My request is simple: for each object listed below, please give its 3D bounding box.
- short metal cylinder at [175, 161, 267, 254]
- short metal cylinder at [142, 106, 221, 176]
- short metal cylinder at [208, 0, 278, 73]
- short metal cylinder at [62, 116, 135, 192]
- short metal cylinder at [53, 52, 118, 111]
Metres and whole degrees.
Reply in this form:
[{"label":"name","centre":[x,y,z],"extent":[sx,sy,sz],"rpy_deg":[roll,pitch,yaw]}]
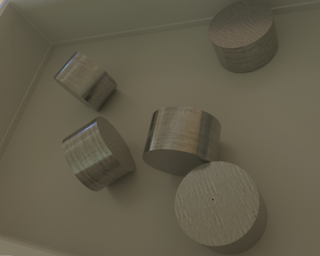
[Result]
[{"label":"short metal cylinder","centre":[0.061,0.080,0.308],"extent":[0.080,0.050,0.080],"rpy_deg":[-13,56,20]},{"label":"short metal cylinder","centre":[0.025,0.017,0.346],"extent":[0.080,0.080,0.050],"rpy_deg":[-2,61,27]},{"label":"short metal cylinder","centre":[0.109,-0.119,0.405],"extent":[0.080,0.050,0.080],"rpy_deg":[-13,56,20]},{"label":"short metal cylinder","centre":[-0.075,0.032,0.389],"extent":[0.050,0.080,0.080],"rpy_deg":[-32,52,7]},{"label":"short metal cylinder","centre":[-0.112,-0.069,0.470],"extent":[0.080,0.080,0.050],"rpy_deg":[30,78,37]}]
